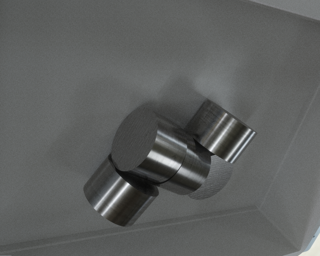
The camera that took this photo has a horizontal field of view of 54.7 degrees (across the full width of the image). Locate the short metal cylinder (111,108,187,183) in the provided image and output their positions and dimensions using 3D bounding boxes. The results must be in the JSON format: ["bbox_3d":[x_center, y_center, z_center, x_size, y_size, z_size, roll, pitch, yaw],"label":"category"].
[{"bbox_3d":[-0.014,0.022,0.378,0.050,0.080,0.080,29,102,-38],"label":"short metal cylinder"}]

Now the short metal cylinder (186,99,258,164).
[{"bbox_3d":[0.084,0.004,0.421,0.080,0.080,0.050,26,104,-37],"label":"short metal cylinder"}]

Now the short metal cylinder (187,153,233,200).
[{"bbox_3d":[0.061,0.060,0.462,0.081,0.050,0.079,-14,125,-21],"label":"short metal cylinder"}]

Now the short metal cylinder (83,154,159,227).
[{"bbox_3d":[-0.048,0.077,0.394,0.080,0.080,0.050,33,100,-39],"label":"short metal cylinder"}]

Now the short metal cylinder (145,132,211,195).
[{"bbox_3d":[0.020,0.043,0.411,0.050,0.080,0.080,30,101,-38],"label":"short metal cylinder"}]
